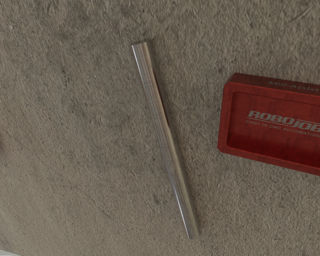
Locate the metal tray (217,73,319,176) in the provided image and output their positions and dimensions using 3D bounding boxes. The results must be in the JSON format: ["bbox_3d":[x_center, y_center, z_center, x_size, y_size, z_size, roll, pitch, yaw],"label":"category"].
[{"bbox_3d":[0.132,-0.003,0.331,0.130,0.030,0.089,13,124,20],"label":"metal tray"}]

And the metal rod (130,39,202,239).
[{"bbox_3d":[0.014,0.032,0.417,0.025,0.025,0.298,-2,118,29],"label":"metal rod"}]
